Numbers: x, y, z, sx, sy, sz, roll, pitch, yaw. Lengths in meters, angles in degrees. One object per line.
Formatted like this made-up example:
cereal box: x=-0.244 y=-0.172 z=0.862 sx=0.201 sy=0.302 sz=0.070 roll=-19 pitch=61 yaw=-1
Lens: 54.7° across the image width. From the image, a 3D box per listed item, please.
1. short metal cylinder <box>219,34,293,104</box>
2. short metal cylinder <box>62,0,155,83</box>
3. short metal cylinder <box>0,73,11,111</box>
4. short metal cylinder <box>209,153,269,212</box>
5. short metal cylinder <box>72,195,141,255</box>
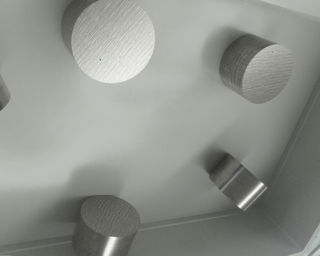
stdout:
short metal cylinder: x=0.127 y=-0.079 z=0.413 sx=0.081 sy=0.050 sz=0.079 roll=-14 pitch=124 yaw=-21
short metal cylinder: x=-0.052 y=-0.091 z=0.308 sx=0.081 sy=0.050 sz=0.079 roll=-14 pitch=124 yaw=-21
short metal cylinder: x=-0.175 y=-0.035 z=0.255 sx=0.081 sy=0.080 sz=0.050 roll=-22 pitch=127 yaw=-15
short metal cylinder: x=0.124 y=0.086 z=0.494 sx=0.050 sy=0.080 sz=0.080 roll=-48 pitch=129 yaw=5
short metal cylinder: x=-0.072 y=0.136 z=0.417 sx=0.081 sy=0.080 sz=0.050 roll=7 pitch=115 yaw=-32
